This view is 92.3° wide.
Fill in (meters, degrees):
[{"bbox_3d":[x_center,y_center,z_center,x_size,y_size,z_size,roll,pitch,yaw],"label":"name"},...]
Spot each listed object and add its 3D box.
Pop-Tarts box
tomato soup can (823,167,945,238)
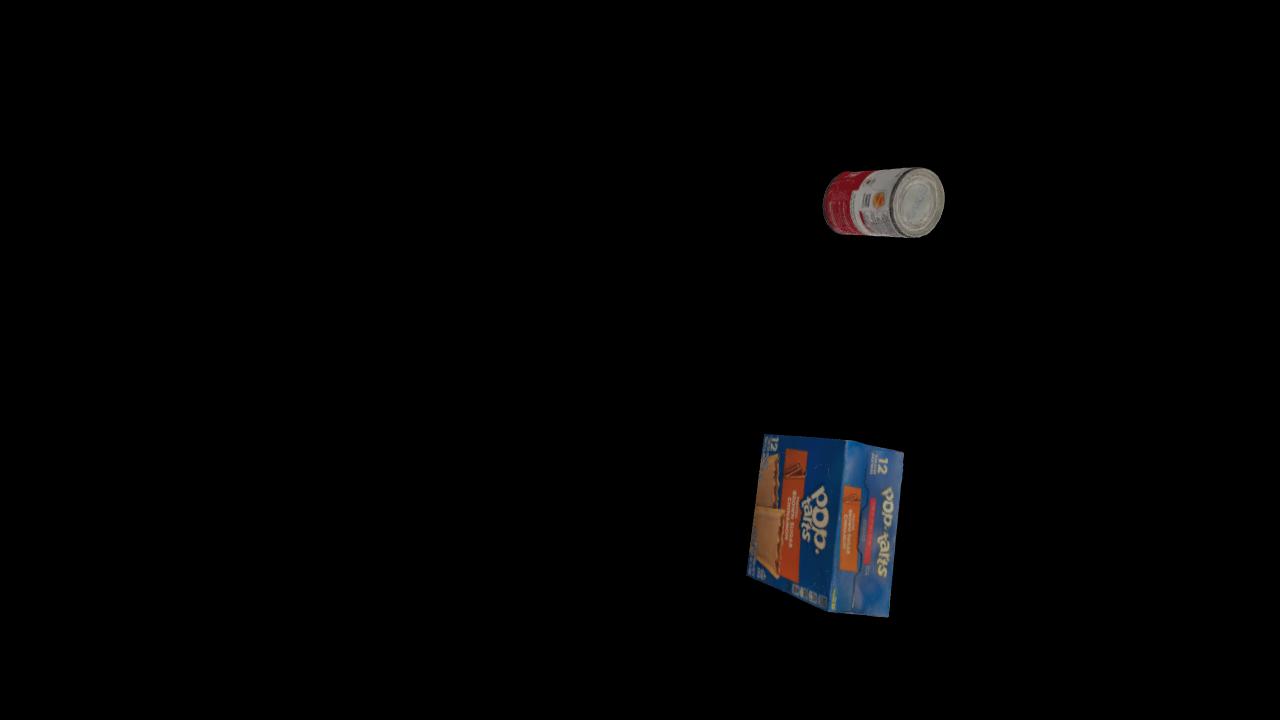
[{"bbox_3d":[0.196,0.171,0.668,0.083,0.167,0.141,12,-8,-23],"label":"Pop-Tarts box"},{"bbox_3d":[0.244,-0.159,0.624,0.068,0.068,0.101,0,13,-22],"label":"tomato soup can"}]
